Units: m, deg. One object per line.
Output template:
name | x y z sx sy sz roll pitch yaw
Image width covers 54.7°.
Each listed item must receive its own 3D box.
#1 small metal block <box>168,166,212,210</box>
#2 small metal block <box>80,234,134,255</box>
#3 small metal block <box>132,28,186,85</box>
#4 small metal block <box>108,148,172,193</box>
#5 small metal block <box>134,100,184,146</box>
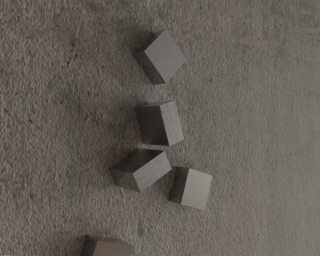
small metal block | 0.044 0.086 0.442 0.050 0.025 0.050 23 75 -38
small metal block | -0.064 0.153 0.351 0.050 0.025 0.050 26 74 -37
small metal block | 0.000 -0.092 0.404 0.050 0.025 0.050 -52 121 -27
small metal block | -0.024 0.049 0.368 0.050 0.050 0.025 -33 111 -35
small metal block | -0.002 -0.006 0.387 0.025 0.050 0.050 -23 105 -38
